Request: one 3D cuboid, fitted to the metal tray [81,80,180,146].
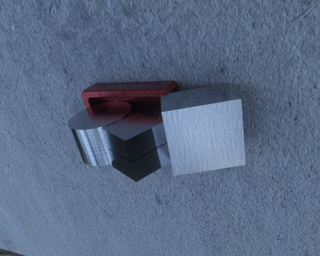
[{"bbox_3d":[-0.034,-0.014,0.414,0.130,0.030,0.089,2,120,27],"label":"metal tray"}]

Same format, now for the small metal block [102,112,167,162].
[{"bbox_3d":[-0.028,0.008,0.344,0.050,0.050,0.025,21,130,49],"label":"small metal block"}]

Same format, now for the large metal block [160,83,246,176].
[{"bbox_3d":[0.048,0.001,0.349,0.080,0.050,0.079,-10,117,3],"label":"large metal block"}]

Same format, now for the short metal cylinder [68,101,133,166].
[{"bbox_3d":[-0.070,0.005,0.396,0.080,0.080,0.050,1,119,27],"label":"short metal cylinder"}]

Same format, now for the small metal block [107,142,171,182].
[{"bbox_3d":[-0.023,0.031,0.355,0.050,0.050,0.025,21,130,49],"label":"small metal block"}]
